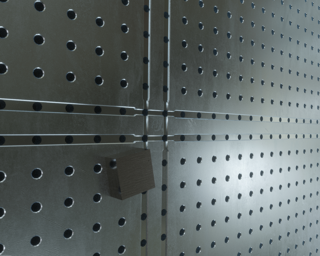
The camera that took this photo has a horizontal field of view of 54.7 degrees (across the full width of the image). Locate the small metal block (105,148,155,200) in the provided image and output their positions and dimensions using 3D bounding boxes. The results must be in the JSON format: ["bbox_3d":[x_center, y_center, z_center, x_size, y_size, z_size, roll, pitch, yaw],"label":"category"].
[{"bbox_3d":[-0.036,0.055,0.381,0.050,0.025,0.050,-13,99,-39],"label":"small metal block"}]
